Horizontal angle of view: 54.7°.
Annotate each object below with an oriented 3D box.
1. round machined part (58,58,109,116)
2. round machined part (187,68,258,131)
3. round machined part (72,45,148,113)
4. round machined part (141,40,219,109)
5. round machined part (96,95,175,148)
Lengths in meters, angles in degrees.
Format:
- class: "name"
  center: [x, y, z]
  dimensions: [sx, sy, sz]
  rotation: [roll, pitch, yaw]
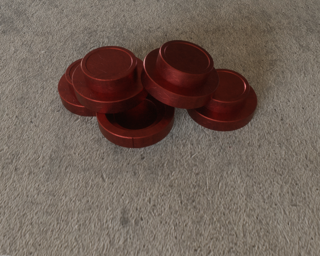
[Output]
- class: "round machined part"
  center: [-0.098, -0.066, 0.447]
  dimensions: [0.099, 0.042, 0.098]
  rotation: [0, 50, 0]
- class: "round machined part"
  center: [0.086, -0.046, 0.432]
  dimensions: [0.099, 0.042, 0.098]
  rotation: [0, 50, 0]
- class: "round machined part"
  center: [-0.062, -0.068, 0.395]
  dimensions: [0.099, 0.042, 0.098]
  rotation: [0, 50, 0]
- class: "round machined part"
  center: [0.028, -0.073, 0.388]
  dimensions: [0.099, 0.042, 0.098]
  rotation: [9, 48, -10]
- class: "round machined part"
  center: [-0.031, -0.012, 0.403]
  dimensions: [0.099, 0.042, 0.098]
  rotation: [0, 50, 0]
